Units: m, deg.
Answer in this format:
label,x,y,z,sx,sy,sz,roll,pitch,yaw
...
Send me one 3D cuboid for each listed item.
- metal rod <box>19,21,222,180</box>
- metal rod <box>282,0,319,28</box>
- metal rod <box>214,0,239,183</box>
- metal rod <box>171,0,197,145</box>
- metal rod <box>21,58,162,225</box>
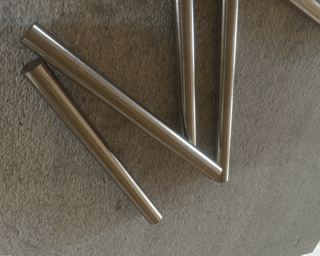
label,x,y,z,sx,sy,sz,roll,pitch,yaw
metal rod,-0.021,-0.013,0.367,0.301,0.025,0.025,37,97,-33
metal rod,0.194,-0.164,0.411,0.302,0.025,0.025,14,111,-34
metal rod,0.089,-0.041,0.429,0.025,0.025,0.298,-18,126,-18
metal rod,0.029,-0.091,0.366,0.025,0.025,0.298,-18,126,-18
metal rod,-0.066,0.040,0.395,0.025,0.025,0.299,-35,129,-6
